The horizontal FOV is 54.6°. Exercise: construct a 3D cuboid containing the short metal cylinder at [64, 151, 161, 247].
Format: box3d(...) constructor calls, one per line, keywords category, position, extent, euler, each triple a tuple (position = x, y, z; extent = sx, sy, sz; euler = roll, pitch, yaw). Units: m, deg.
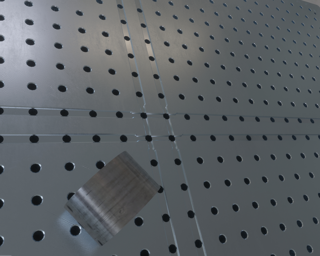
box3d(category="short metal cylinder", position=(-0.046, 0.068, 0.306), extent=(0.050, 0.080, 0.080), euler=(46, 51, 4))
